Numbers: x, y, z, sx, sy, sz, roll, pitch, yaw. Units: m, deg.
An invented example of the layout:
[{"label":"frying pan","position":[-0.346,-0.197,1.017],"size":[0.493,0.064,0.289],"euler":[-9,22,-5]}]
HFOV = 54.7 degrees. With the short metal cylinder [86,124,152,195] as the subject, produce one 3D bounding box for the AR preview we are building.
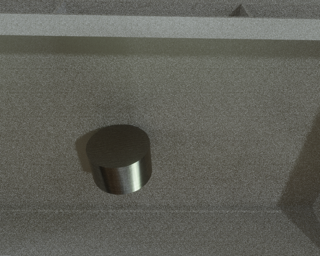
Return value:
[{"label":"short metal cylinder","position":[-0.052,0.040,0.406],"size":[0.081,0.080,0.050],"euler":[-2,130,1]}]
